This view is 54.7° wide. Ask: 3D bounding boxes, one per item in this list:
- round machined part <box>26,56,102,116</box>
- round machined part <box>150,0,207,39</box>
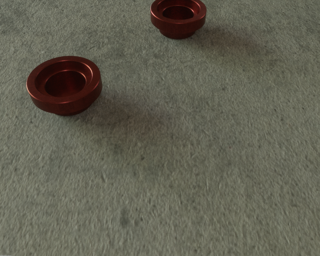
[{"bbox_3d":[-0.131,-0.055,0.437,0.099,0.042,0.098,0,50,0],"label":"round machined part"},{"bbox_3d":[0.032,-0.197,0.558,0.099,0.042,0.098,0,50,0],"label":"round machined part"}]
